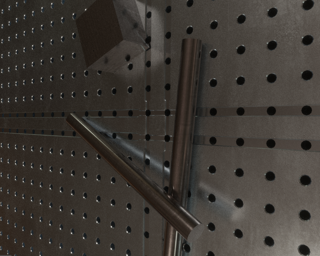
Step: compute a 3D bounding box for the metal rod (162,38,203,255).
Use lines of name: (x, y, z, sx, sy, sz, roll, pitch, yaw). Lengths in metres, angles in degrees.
metal rod: (0.026, 0.042, 0.385, 0.025, 0.025, 0.298, 8, 95, 39)

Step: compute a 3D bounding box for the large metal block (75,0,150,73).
large metal block: (-0.070, -0.137, 0.449, 0.080, 0.050, 0.080, -26, 74, 37)

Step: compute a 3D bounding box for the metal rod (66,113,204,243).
metal rod: (-0.055, 0.049, 0.431, 0.300, 0.025, 0.025, 34, 111, 41)
